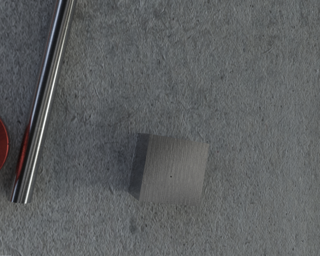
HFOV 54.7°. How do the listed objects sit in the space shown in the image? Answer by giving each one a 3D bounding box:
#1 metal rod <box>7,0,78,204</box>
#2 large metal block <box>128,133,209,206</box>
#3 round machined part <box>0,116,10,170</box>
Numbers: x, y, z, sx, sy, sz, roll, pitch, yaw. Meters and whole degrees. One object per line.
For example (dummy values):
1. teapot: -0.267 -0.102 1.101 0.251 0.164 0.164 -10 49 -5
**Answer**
1. metal rod: -0.129 -0.064 0.361 0.025 0.025 0.298 13 86 -20
2. large metal block: 0.010 0.053 0.401 0.081 0.050 0.080 10 87 -20
3. round machined part: -0.210 0.017 0.322 0.099 0.042 0.097 0 90 -21
